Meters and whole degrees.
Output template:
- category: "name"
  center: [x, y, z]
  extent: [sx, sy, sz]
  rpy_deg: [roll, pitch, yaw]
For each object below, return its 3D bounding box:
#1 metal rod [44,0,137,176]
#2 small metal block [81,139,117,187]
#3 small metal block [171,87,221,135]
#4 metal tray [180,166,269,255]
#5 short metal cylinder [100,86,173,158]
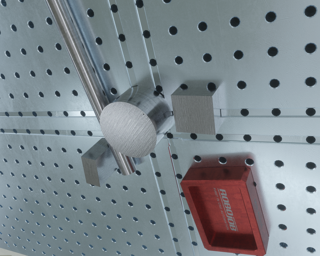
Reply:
- category: "metal rod"
  center: [-0.094, -0.065, 0.418]
  extent: [0.025, 0.025, 0.298]
  rpy_deg: [-6, 116, 30]
- category: "small metal block"
  center: [-0.091, 0.053, 0.474]
  extent: [0.025, 0.050, 0.050]
  rpy_deg: [11, 123, 22]
- category: "small metal block"
  center: [0.044, -0.021, 0.374]
  extent: [0.050, 0.025, 0.050]
  rpy_deg: [4, 120, 26]
- category: "metal tray"
  center: [0.091, 0.116, 0.430]
  extent: [0.090, 0.030, 0.129]
  rpy_deg: [-7, 115, 31]
- category: "short metal cylinder"
  center: [-0.030, -0.008, 0.404]
  extent: [0.080, 0.050, 0.079]
  rpy_deg: [13, 124, 20]
